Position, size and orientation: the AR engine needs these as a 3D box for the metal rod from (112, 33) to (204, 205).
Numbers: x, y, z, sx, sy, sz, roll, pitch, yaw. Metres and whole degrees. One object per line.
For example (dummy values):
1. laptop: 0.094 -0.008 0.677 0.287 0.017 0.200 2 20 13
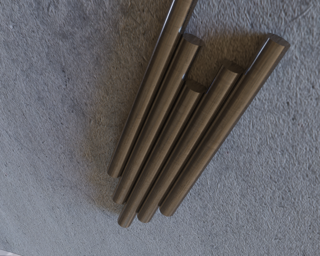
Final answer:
1. metal rod: -0.016 0.011 0.422 0.025 0.025 0.298 32 128 7

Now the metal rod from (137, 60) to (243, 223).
1. metal rod: 0.025 0.040 0.418 0.025 0.025 0.298 32 129 7

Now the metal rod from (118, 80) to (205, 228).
1. metal rod: -0.010 0.057 0.448 0.025 0.025 0.298 32 128 7

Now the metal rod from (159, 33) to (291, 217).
1. metal rod: 0.062 0.021 0.387 0.025 0.025 0.298 32 129 7

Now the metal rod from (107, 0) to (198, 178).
1. metal rod: -0.020 -0.037 0.395 0.025 0.025 0.298 32 129 7
